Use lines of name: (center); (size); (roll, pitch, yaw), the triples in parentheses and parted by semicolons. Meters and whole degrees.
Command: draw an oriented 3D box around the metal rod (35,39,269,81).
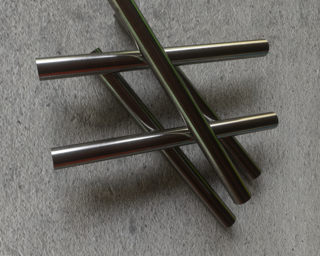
metal rod: (0.007, -0.089, 0.387); (0.303, 0.025, 0.025); (-10, 94, -20)

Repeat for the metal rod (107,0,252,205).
metal rod: (0.027, -0.032, 0.368); (0.025, 0.025, 0.299); (-37, 102, -17)

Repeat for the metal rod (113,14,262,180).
metal rod: (0.046, -0.040, 0.428); (0.025, 0.025, 0.300); (-45, 104, -15)

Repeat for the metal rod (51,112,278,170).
metal rod: (0.022, 0.011, 0.393); (0.303, 0.025, 0.025); (-9, 93, -20)

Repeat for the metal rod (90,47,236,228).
metal rod: (0.007, 0.022, 0.413); (0.025, 0.025, 0.300); (-43, 104, -15)
